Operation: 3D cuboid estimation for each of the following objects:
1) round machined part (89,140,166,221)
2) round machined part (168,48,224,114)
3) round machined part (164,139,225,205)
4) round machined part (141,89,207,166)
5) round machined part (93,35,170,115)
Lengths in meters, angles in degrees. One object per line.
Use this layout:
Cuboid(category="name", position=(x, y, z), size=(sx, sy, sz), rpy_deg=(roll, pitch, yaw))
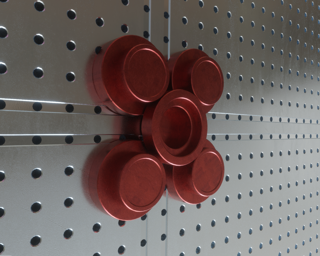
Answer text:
Cuboid(category="round machined part", position=(-0.031, 0.063, 0.374), size=(0.099, 0.042, 0.097), rpy_deg=(0, 90, -40))
Cuboid(category="round machined part", position=(0.054, -0.065, 0.445), size=(0.099, 0.042, 0.097), rpy_deg=(0, 90, -40))
Cuboid(category="round machined part", position=(0.055, 0.061, 0.446), size=(0.099, 0.042, 0.097), rpy_deg=(0, 90, -40))
Cuboid(category="round machined part", position=(0.015, -0.001, 0.410), size=(0.099, 0.042, 0.097), rpy_deg=(0, 90, -40))
Cuboid(category="round machined part", position=(-0.027, -0.064, 0.376), size=(0.099, 0.042, 0.097), rpy_deg=(0, 90, -40))
